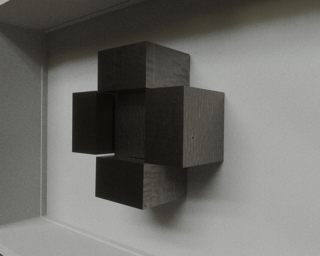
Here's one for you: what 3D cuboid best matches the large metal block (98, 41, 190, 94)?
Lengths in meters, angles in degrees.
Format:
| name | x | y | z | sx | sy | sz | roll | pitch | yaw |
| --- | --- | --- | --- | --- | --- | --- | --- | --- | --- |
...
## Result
| name | x | y | z | sx | sy | sz | roll | pitch | yaw |
| --- | --- | --- | --- | --- | --- | --- | --- | --- | --- |
| large metal block | -0.020 | -0.069 | 0.385 | 0.080 | 0.081 | 0.050 | 1 | 91 | 40 |

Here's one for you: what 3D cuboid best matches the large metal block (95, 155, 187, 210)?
| name | x | y | z | sx | sy | sz | roll | pitch | yaw |
| --- | --- | --- | --- | --- | --- | --- | --- | --- | --- |
| large metal block | -0.023 | 0.061 | 0.388 | 0.080 | 0.081 | 0.050 | 3 | 92 | 40 |

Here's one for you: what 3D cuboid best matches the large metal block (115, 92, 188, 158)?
| name | x | y | z | sx | sy | sz | roll | pitch | yaw |
| --- | --- | --- | --- | --- | --- | --- | --- | --- | --- |
| large metal block | -0.012 | -0.004 | 0.397 | 0.080 | 0.050 | 0.080 | 1 | 91 | 40 |

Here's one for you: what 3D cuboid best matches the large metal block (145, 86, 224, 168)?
| name | x | y | z | sx | sy | sz | roll | pitch | yaw |
| --- | --- | --- | --- | --- | --- | --- | --- | --- | --- |
| large metal block | 0.029 | -0.002 | 0.346 | 0.050 | 0.081 | 0.080 | 1 | 91 | 40 |

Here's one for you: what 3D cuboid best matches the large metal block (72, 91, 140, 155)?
| name | x | y | z | sx | sy | sz | roll | pitch | yaw |
| --- | --- | --- | --- | --- | --- | --- | --- | --- | --- |
| large metal block | -0.072 | -0.007 | 0.430 | 0.050 | 0.081 | 0.080 | 1 | 91 | 40 |
